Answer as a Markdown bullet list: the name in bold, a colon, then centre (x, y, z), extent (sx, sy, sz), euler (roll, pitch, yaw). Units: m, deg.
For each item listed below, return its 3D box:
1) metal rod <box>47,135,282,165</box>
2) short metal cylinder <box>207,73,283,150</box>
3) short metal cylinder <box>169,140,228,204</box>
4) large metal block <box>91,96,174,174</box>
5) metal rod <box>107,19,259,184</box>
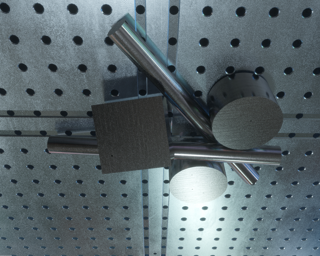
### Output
- **metal rod**: centre (0.002, 0.029, 0.409), extent (0.302, 0.025, 0.025), euler (3, 131, 5)
- **short metal cylinder**: centre (0.100, -0.020, 0.375), extent (0.081, 0.050, 0.079), euler (0, 130, 0)
- **short metal cylinder**: centre (0.053, 0.064, 0.445), extent (0.081, 0.050, 0.079), euler (0, 130, 0)
- **large metal block**: centre (-0.030, 0.006, 0.372), extent (0.080, 0.050, 0.079), euler (-7, 95, 6)
- **metal rod**: centre (0.047, -0.014, 0.396), extent (0.025, 0.025, 0.300), euler (-31, 124, 23)
